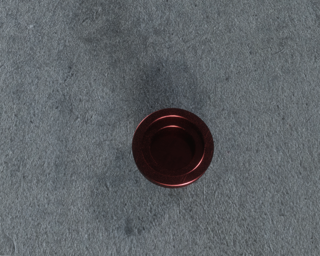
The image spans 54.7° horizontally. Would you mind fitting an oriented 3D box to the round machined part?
[{"bbox_3d":[0.015,0.027,0.390,0.099,0.042,0.098,0,70,-1],"label":"round machined part"}]
